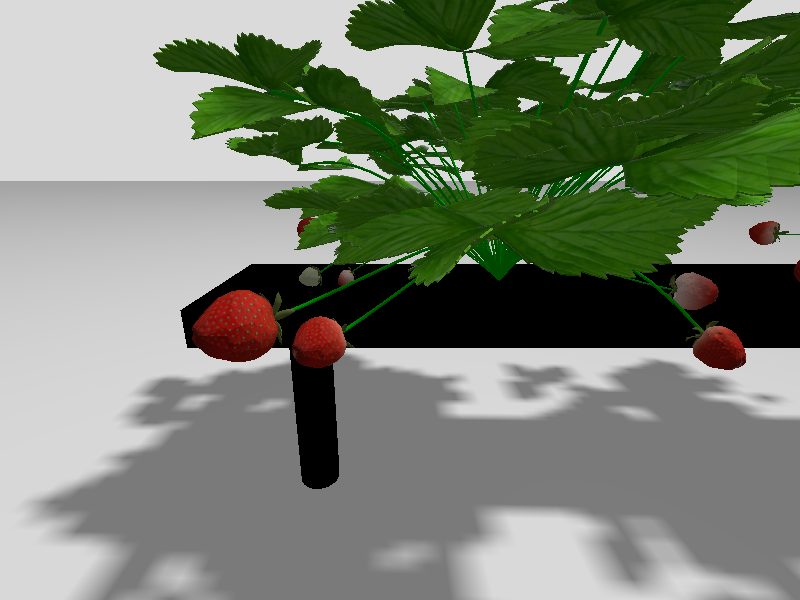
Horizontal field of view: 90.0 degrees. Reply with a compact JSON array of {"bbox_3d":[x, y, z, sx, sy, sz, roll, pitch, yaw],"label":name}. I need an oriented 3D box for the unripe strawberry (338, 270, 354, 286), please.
[{"bbox_3d":[-0.047,-0.018,0.342,0.015,0.013,0.015,-41,19,6],"label":"unripe strawberry"}]

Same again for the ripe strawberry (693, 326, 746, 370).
[{"bbox_3d":[0.158,0.025,0.198,0.019,0.022,0.021,-7,45,-21],"label":"ripe strawberry"}]

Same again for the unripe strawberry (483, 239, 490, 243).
[{"bbox_3d":[0.115,-0.098,0.551,0.036,0.038,0.038,2,18,7],"label":"unripe strawberry"}]

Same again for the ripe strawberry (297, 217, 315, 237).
[{"bbox_3d":[-0.124,-0.094,0.542,0.036,0.035,0.033,11,21,41],"label":"ripe strawberry"}]

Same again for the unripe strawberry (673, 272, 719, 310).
[{"bbox_3d":[0.207,-0.005,0.280,0.026,0.027,0.024,13,22,33],"label":"unripe strawberry"}]

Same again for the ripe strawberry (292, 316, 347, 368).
[{"bbox_3d":[-0.042,0.023,0.201,0.025,0.027,0.027,14,23,36],"label":"ripe strawberry"}]

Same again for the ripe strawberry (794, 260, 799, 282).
[{"bbox_3d":[0.349,-0.025,0.333,0.035,0.030,0.035,-3,18,-7],"label":"ripe strawberry"}]

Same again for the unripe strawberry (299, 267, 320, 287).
[{"bbox_3d":[-0.077,-0.019,0.341,0.018,0.017,0.016,-17,19,-1],"label":"unripe strawberry"}]

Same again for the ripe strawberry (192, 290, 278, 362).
[{"bbox_3d":[-0.086,0.015,0.207,0.040,0.039,0.037,-16,24,-39],"label":"ripe strawberry"}]

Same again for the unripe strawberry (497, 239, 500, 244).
[{"bbox_3d":[0.123,-0.074,0.501,0.011,0.011,0.011,4,19,12],"label":"unripe strawberry"}]

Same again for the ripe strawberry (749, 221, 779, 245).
[{"bbox_3d":[0.478,-0.089,0.527,0.027,0.031,0.030,-6,19,-18],"label":"ripe strawberry"}]
